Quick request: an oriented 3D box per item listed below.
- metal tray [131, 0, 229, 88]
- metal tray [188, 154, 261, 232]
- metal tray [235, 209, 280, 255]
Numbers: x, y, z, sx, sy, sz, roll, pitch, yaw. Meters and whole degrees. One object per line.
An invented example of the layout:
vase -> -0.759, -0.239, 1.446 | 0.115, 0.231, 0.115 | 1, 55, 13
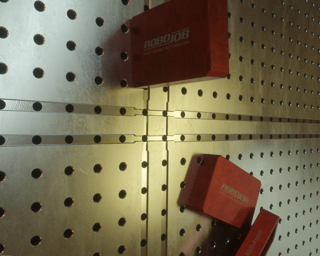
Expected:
metal tray -> 0.017, -0.096, 0.357 | 0.030, 0.130, 0.089 | -3, 92, -40
metal tray -> 0.109, 0.107, 0.501 | 0.130, 0.030, 0.090 | 32, 70, -36
metal tray -> 0.153, 0.210, 0.514 | 0.131, 0.030, 0.090 | -47, 144, -30
